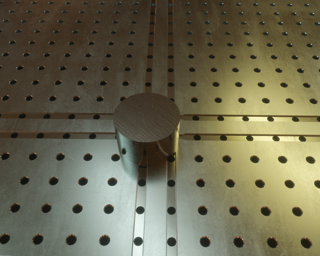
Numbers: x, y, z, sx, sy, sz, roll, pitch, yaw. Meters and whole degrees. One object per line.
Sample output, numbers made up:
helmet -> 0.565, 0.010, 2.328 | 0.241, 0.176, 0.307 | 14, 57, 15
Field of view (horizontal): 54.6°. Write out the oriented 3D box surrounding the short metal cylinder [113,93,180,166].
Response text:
short metal cylinder -> -0.016, 0.001, 0.391 | 0.080, 0.050, 0.080 | 0, 50, 0
